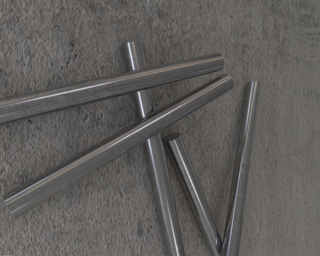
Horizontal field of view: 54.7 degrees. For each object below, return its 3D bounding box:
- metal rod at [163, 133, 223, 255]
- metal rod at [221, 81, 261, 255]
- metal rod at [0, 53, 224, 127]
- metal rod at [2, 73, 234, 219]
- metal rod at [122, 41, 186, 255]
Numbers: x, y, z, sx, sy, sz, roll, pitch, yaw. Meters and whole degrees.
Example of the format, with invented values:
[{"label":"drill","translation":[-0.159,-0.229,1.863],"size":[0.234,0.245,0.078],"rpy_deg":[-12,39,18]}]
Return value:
[{"label":"metal rod","translation":[0.070,0.143,0.463],"size":[0.025,0.025,0.299],"rpy_deg":[-36,112,-34]},{"label":"metal rod","translation":[0.132,0.063,0.496],"size":[0.025,0.025,0.299],"rpy_deg":[27,68,-37]},{"label":"metal rod","translation":[-0.046,-0.047,0.339],"size":[0.302,0.025,0.025],"rpy_deg":[-19,102,-30]},{"label":"metal rod","translation":[-0.025,0.005,0.356],"size":[0.302,0.025,0.025],"rpy_deg":[-31,110,-27]},{"label":"metal rod","translation":[-0.005,0.041,0.400],"size":[0.025,0.025,0.298],"rpy_deg":[-19,102,-38]}]
